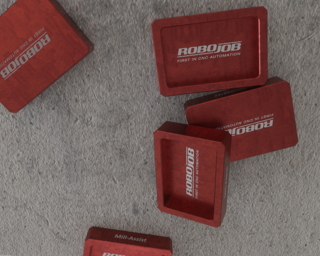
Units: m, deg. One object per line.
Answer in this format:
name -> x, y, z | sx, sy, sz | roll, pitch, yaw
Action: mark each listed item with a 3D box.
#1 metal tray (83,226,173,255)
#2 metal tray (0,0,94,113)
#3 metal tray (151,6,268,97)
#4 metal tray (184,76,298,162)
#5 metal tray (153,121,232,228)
metal tray -> -0.052, 0.207, 0.482 | 0.131, 0.030, 0.089 | 10, 110, -4
metal tray -> -0.158, -0.091, 0.372 | 0.130, 0.030, 0.090 | -36, 107, 12
metal tray -> 0.060, -0.091, 0.373 | 0.131, 0.030, 0.089 | -7, 110, 2
metal tray -> 0.105, -0.006, 0.406 | 0.131, 0.030, 0.089 | -15, 110, 5
metal tray -> 0.041, 0.061, 0.402 | 0.090, 0.030, 0.129 | 10, 120, 23
